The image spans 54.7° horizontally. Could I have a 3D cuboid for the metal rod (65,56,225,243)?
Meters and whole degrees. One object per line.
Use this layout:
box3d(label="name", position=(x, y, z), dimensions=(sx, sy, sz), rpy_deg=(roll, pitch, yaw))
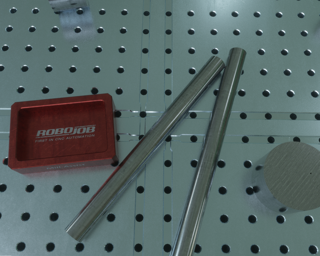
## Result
box3d(label="metal rod", position=(-0.009, 0.016, 0.405), dimensions=(0.025, 0.025, 0.300), rpy_deg=(37, 74, 12))

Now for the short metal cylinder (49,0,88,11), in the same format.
box3d(label="short metal cylinder", position=(-0.141, -0.219, 0.461), dimensions=(0.050, 0.080, 0.080), rpy_deg=(-10, 71, -4))

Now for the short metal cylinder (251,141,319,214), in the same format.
box3d(label="short metal cylinder", position=(0.159, 0.062, 0.378), dimensions=(0.081, 0.050, 0.080), rpy_deg=(0, 70, 0))

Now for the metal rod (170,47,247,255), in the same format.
box3d(label="metal rod", position=(0.068, 0.024, 0.403), dimensions=(0.025, 0.025, 0.299), rpy_deg=(17, 71, 6))

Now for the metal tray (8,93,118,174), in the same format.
box3d(label="metal tray", position=(-0.124, 0.007, 0.405), dimensions=(0.131, 0.030, 0.090), rpy_deg=(-6, 70, -3))
